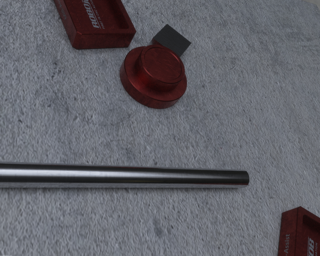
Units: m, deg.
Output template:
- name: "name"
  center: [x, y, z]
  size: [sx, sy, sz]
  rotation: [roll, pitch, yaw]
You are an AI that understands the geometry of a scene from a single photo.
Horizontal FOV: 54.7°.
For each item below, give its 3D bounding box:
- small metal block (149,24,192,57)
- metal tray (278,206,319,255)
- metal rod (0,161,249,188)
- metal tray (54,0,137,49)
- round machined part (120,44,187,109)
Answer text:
- name: "small metal block"
  center: [0.015, -0.131, 0.494]
  size: [0.050, 0.025, 0.050]
  rotation: [37, 51, -4]
- name: "metal tray"
  center: [0.198, 0.180, 0.400]
  size: [0.090, 0.030, 0.130]
  rotation: [31, 51, -8]
- name: "metal rod"
  center: [-0.022, 0.057, 0.358]
  size: [0.302, 0.025, 0.025]
  rotation: [5, 59, -26]
- name: "metal tray"
  center: [-0.101, -0.178, 0.455]
  size: [0.091, 0.030, 0.130]
  rotation: [-13, 68, -34]
- name: "round machined part"
  center: [-0.004, -0.079, 0.441]
  size: [0.099, 0.042, 0.098]
  rotation: [14, 56, -21]
